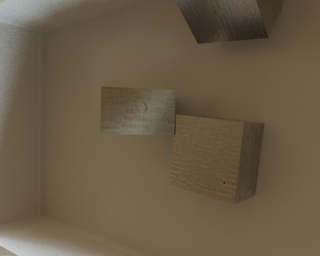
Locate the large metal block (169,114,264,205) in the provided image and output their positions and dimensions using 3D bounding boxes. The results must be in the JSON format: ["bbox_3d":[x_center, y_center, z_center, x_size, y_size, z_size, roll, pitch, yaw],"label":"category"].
[{"bbox_3d":[0.061,0.029,0.339,0.080,0.050,0.079,9,96,39],"label":"large metal block"}]

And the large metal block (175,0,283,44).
[{"bbox_3d":[0.065,-0.134,0.307,0.080,0.080,0.050,7,60,39],"label":"large metal block"}]

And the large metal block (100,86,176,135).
[{"bbox_3d":[-0.030,-0.019,0.373,0.080,0.081,0.050,-169,81,-79],"label":"large metal block"}]
